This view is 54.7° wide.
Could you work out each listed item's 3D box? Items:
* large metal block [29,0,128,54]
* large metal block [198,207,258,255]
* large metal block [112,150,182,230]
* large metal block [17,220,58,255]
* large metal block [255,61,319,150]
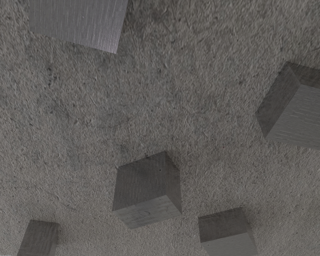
[{"bbox_3d":[-0.069,-0.125,0.284,0.081,0.050,0.079,13,129,-11],"label":"large metal block"},{"bbox_3d":[0.122,0.194,0.557,0.080,0.050,0.080,-19,128,15],"label":"large metal block"},{"bbox_3d":[-0.017,0.089,0.447,0.080,0.080,0.050,-21,127,17],"label":"large metal block"},{"bbox_3d":[-0.221,0.226,0.561,0.050,0.080,0.079,10,129,-9],"label":"large metal block"},{"bbox_3d":[0.175,-0.024,0.372,0.081,0.050,0.079,12,129,-10],"label":"large metal block"}]
